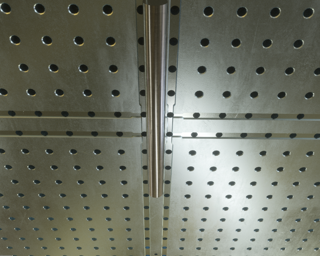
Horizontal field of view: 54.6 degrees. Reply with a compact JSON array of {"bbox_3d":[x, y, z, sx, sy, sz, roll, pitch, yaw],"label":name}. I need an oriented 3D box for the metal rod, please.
[{"bbox_3d":[-0.006,-0.011,0.402,0.025,0.025,0.298,0,130,0],"label":"metal rod"}]
